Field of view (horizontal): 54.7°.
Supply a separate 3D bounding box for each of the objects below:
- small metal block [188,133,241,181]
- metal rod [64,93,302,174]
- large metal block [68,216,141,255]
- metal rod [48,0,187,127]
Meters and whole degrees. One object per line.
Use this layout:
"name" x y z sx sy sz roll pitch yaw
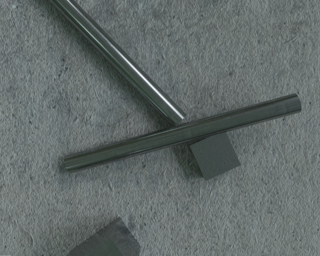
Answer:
"small metal block" 0.071 0.035 0.411 0.050 0.025 0.050 -24 90 -1
"metal rod" 0.025 0.009 0.395 0.301 0.025 0.025 -15 90 5
"large metal block" -0.073 0.164 0.382 0.080 0.080 0.050 -35 90 0
"metal rod" -0.079 -0.116 0.408 0.025 0.025 0.300 -44 91 0
